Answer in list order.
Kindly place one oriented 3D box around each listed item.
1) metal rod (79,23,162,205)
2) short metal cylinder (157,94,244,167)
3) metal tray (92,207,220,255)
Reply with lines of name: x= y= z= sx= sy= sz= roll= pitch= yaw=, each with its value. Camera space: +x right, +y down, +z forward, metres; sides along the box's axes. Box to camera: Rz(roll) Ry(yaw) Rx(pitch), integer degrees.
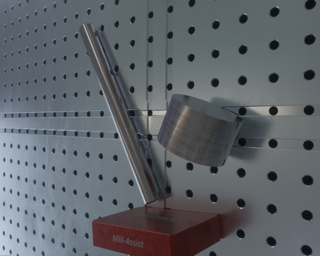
metal rod: x=-0.064 y=-0.032 z=0.462 sx=0.025 sy=0.025 sz=0.299 roll=-36 pitch=68 yaw=34
short metal cylinder: x=0.043 y=0.001 z=0.338 sx=0.080 sy=0.081 sz=0.050 roll=31 pitch=110 yaw=35
metal tray: x=-0.006 y=0.123 z=0.372 sx=0.130 sy=0.091 sz=0.030 roll=-6 pitch=86 yaw=40
